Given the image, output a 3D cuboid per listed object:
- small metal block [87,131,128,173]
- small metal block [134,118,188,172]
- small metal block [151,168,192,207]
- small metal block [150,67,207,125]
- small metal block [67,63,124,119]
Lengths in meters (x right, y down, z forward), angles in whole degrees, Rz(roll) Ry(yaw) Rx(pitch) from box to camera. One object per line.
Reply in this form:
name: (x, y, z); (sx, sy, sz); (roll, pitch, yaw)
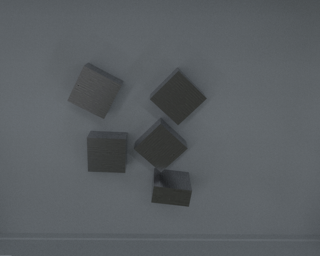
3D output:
small metal block: (-0.071, 0.032, 0.422); (0.050, 0.025, 0.050); (2, 110, -2)
small metal block: (0.001, 0.023, 0.420); (0.050, 0.025, 0.050); (43, 104, -15)
small metal block: (0.015, 0.081, 0.428); (0.050, 0.050, 0.025); (7, 110, -3)
small metal block: (0.023, -0.041, 0.397); (0.050, 0.025, 0.050); (42, 104, -15)
small metal block: (-0.081, -0.047, 0.393); (0.050, 0.025, 0.050); (27, 108, -10)
